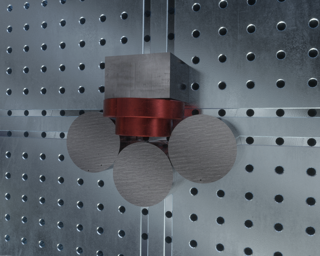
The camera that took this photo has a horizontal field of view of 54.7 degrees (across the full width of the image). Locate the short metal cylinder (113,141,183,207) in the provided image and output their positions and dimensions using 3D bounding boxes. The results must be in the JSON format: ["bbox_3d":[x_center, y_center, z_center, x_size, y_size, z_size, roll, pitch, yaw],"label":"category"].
[{"bbox_3d":[-0.014,0.057,0.404,0.080,0.050,0.079,0,90,20],"label":"short metal cylinder"}]

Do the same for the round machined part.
[{"bbox_3d":[-0.020,-0.011,0.379,0.098,0.098,0.042,2,90,20],"label":"round machined part"}]

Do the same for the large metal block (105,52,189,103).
[{"bbox_3d":[-0.013,-0.058,0.387,0.080,0.080,0.050,1,91,20],"label":"large metal block"}]

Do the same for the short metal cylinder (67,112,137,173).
[{"bbox_3d":[-0.080,0.018,0.428,0.080,0.050,0.079,0,90,20],"label":"short metal cylinder"}]

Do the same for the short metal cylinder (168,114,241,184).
[{"bbox_3d":[0.056,0.024,0.380,0.080,0.050,0.079,0,90,20],"label":"short metal cylinder"}]
